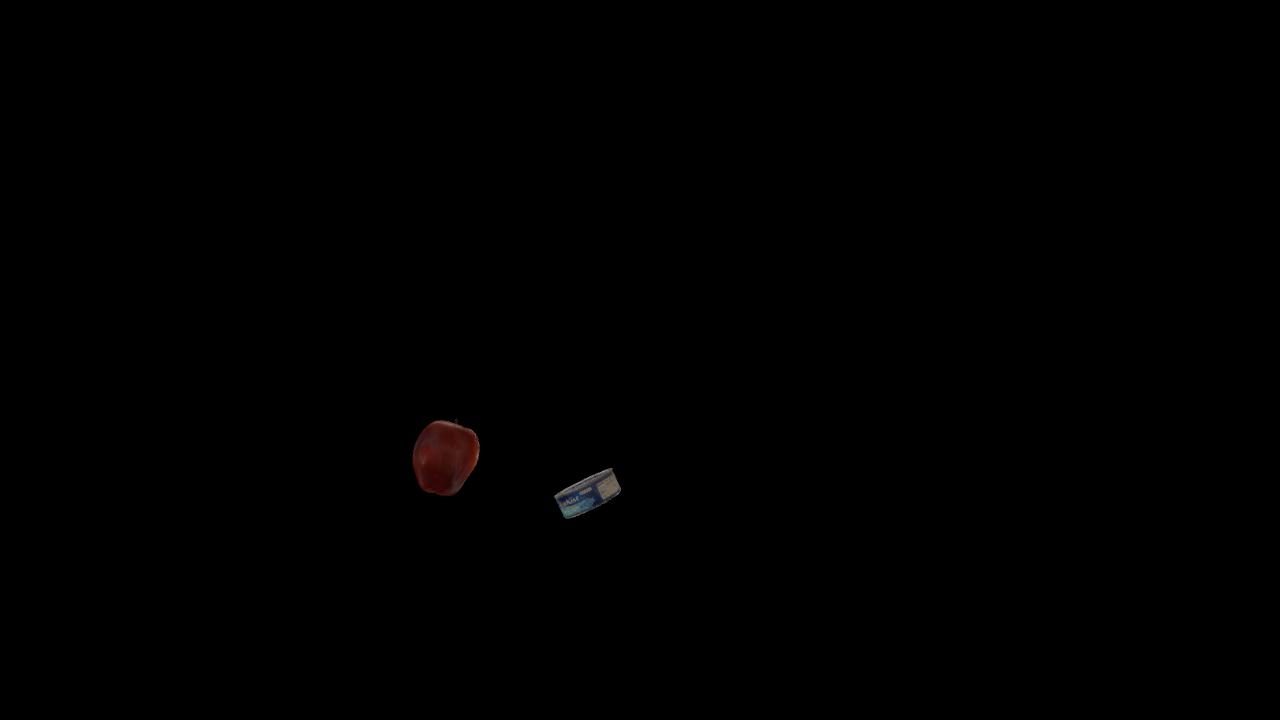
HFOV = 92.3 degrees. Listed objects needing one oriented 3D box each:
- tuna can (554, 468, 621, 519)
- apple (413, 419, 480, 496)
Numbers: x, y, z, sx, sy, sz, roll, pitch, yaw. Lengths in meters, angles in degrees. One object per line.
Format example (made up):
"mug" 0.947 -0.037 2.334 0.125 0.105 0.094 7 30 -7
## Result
"tuna can" -0.068 0.174 0.805 0.084 0.034 0.084 -25 -4 -2
"apple" -0.239 0.117 0.753 0.079 0.093 0.079 12 -11 2
